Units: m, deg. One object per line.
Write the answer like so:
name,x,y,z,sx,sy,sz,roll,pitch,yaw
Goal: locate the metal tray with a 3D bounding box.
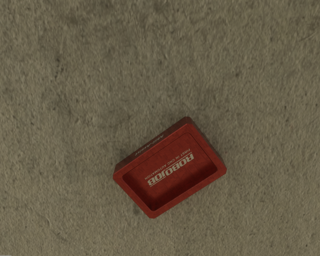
metal tray,0.013,0.057,0.427,0.130,0.030,0.090,-35,107,12
